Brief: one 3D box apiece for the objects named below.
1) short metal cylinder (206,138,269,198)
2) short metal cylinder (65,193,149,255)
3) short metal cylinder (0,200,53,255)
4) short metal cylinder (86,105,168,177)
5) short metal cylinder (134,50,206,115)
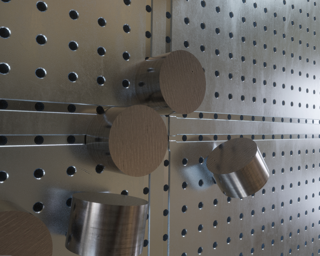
[{"bbox_3d":[0.118,0.059,0.472,0.080,0.080,0.050,-47,118,-30],"label":"short metal cylinder"},{"bbox_3d":[-0.055,0.099,0.327,0.081,0.080,0.050,11,83,-40],"label":"short metal cylinder"},{"bbox_3d":[-0.144,0.108,0.272,0.081,0.050,0.079,0,90,-40],"label":"short metal cylinder"},{"bbox_3d":[-0.038,0.014,0.361,0.081,0.050,0.079,0,90,-40],"label":"short metal cylinder"},{"bbox_3d":[0.014,-0.057,0.404,0.081,0.050,0.079,0,90,-40],"label":"short metal cylinder"}]
